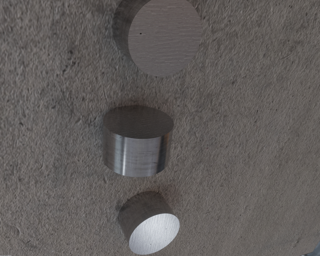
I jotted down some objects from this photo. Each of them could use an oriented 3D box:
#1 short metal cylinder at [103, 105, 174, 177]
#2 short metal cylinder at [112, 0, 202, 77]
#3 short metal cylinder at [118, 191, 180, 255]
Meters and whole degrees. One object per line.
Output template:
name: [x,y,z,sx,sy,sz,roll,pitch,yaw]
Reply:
short metal cylinder: [-0.027,0.013,0.365,0.081,0.080,0.050,-8,122,-24]
short metal cylinder: [-0.004,-0.101,0.326,0.081,0.050,0.079,-14,124,-21]
short metal cylinder: [-0.018,0.143,0.470,0.081,0.050,0.079,-14,124,-21]
